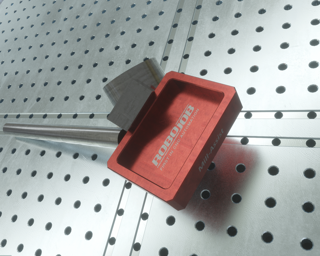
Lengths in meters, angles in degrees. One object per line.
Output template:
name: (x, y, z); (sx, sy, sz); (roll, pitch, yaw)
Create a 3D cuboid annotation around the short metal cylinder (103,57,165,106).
short metal cylinder: (-0.027, -0.050, 0.409); (0.080, 0.080, 0.050); (-30, 95, 8)

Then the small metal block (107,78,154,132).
small metal block: (-0.031, -0.027, 0.346); (0.025, 0.050, 0.050); (33, 98, -1)

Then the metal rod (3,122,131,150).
metal rod: (-0.150, 0.007, 0.442); (0.300, 0.025, 0.025); (3, 63, 41)

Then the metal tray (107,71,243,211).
metal tray: (0.015, 0.007, 0.323); (0.090, 0.030, 0.130); (22, 73, 36)

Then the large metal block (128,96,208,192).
large metal block: (0.003, 0.019, 0.376); (0.080, 0.050, 0.080); (-31, 52, 8)
